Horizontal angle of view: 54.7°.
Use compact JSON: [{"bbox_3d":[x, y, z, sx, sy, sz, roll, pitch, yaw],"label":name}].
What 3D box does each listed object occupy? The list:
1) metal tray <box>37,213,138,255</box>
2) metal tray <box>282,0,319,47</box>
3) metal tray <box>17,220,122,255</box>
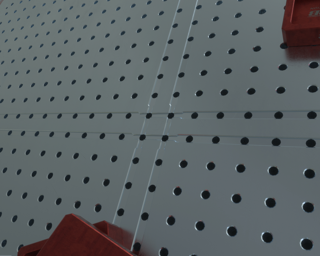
[{"bbox_3d":[-0.063,0.158,0.306,0.130,0.030,0.090,29,73,14],"label":"metal tray"},{"bbox_3d":[0.224,-0.147,0.377,0.130,0.030,0.090,4,64,29],"label":"metal tray"},{"bbox_3d":[-0.105,0.169,0.354,0.130,0.030,0.090,-21,54,15],"label":"metal tray"}]
